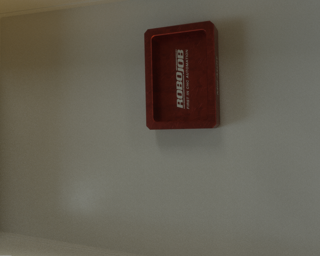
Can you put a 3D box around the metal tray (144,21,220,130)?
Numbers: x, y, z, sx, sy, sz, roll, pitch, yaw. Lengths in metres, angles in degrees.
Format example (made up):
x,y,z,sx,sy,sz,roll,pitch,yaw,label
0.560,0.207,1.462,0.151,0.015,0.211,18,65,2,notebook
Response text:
x,y,z,sx,sy,sz,roll,pitch,yaw,label
0.028,-0.063,0.398,0.090,0.030,0.129,-1,90,20,metal tray
